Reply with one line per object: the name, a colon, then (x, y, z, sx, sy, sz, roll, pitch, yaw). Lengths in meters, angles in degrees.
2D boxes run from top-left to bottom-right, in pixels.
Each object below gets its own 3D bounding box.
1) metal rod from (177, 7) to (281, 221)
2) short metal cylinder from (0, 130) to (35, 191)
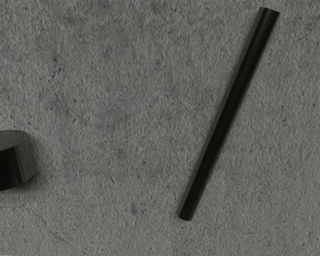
metal rod: (0.083, -0.004, 0.409, 0.025, 0.025, 0.298, 17, 109, -7)
short metal cylinder: (-0.206, 0.040, 0.392, 0.081, 0.080, 0.050, -3, 110, 1)
